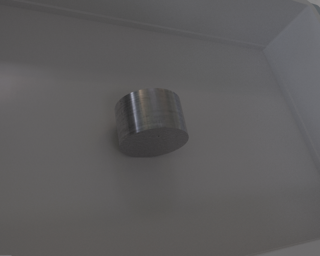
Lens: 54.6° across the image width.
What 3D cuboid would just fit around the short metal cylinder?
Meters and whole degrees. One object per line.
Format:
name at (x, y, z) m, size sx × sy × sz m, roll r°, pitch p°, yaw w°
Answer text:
short metal cylinder at (-0.011, -0.004, 0.366) m, size 0.081 × 0.080 × 0.050 m, roll 3°, pitch 60°, yaw -27°
